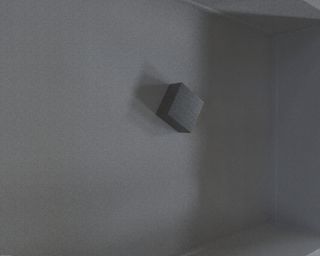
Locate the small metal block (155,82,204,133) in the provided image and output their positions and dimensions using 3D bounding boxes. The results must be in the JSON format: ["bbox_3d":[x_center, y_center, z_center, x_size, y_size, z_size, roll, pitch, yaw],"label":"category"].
[{"bbox_3d":[0.028,-0.027,0.429,0.050,0.025,0.050,37,67,-34],"label":"small metal block"}]
